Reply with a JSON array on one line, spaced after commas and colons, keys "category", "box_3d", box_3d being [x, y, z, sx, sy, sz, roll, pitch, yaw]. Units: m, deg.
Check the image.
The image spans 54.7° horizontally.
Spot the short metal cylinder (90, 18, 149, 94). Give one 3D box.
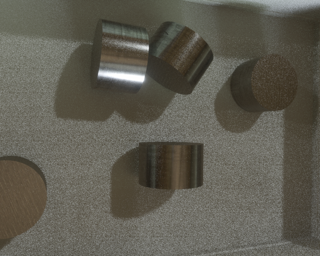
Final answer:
[{"category": "short metal cylinder", "box_3d": [-0.050, -0.082, 0.363, 0.050, 0.080, 0.080, 5, 89, -20]}]

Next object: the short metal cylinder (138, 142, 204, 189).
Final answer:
[{"category": "short metal cylinder", "box_3d": [0.014, 0.044, 0.388, 0.081, 0.080, 0.050, 1, 90, -20]}]

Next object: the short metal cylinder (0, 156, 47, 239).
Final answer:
[{"category": "short metal cylinder", "box_3d": [-0.166, 0.072, 0.336, 0.081, 0.050, 0.079, 0, 90, -21]}]

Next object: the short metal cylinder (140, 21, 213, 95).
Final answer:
[{"category": "short metal cylinder", "box_3d": [0.019, -0.086, 0.389, 0.080, 0.080, 0.050, 37, 78, -17]}]

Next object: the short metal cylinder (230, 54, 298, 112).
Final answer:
[{"category": "short metal cylinder", "box_3d": [0.152, -0.064, 0.455, 0.081, 0.050, 0.079, 0, 90, -21]}]
